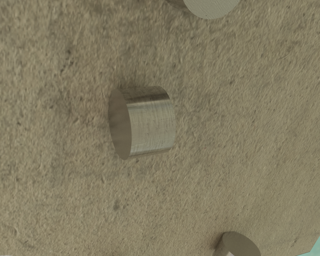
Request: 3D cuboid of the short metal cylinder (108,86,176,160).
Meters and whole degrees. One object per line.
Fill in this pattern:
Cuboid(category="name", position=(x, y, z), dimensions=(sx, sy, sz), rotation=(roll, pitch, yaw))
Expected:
Cuboid(category="short metal cylinder", position=(-0.023, -0.007, 0.356), dimensions=(0.050, 0.080, 0.079), rotation=(-8, 122, -25))

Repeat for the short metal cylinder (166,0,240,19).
Cuboid(category="short metal cylinder", position=(0.044, -0.158, 0.318), dimensions=(0.081, 0.050, 0.079), rotation=(-14, 125, -21))

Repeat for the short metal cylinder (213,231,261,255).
Cuboid(category="short metal cylinder", position=(0.151, 0.253, 0.614), dimensions=(0.081, 0.080, 0.050), rotation=(8, 114, -32))
